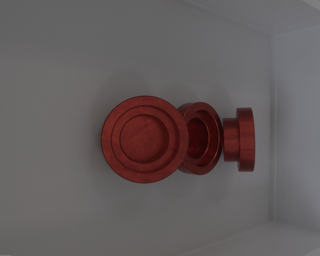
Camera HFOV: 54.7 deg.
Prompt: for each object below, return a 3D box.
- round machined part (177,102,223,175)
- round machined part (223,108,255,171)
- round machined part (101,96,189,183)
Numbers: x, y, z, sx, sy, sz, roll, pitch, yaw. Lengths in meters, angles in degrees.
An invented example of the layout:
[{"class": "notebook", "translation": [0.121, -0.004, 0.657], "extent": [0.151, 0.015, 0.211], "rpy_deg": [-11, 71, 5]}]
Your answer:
[{"class": "round machined part", "translation": [0.042, 0.014, 0.427], "extent": [0.099, 0.042, 0.097], "rpy_deg": [1, 89, -46]}, {"class": "round machined part", "translation": [0.118, 0.018, 0.473], "extent": [0.098, 0.042, 0.097], "rpy_deg": [-2, 91, -79]}, {"class": "round machined part", "translation": [-0.020, 0.012, 0.362], "extent": [0.099, 0.042, 0.097], "rpy_deg": [0, 91, -12]}]
